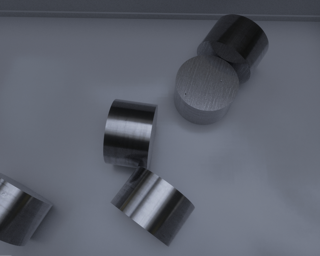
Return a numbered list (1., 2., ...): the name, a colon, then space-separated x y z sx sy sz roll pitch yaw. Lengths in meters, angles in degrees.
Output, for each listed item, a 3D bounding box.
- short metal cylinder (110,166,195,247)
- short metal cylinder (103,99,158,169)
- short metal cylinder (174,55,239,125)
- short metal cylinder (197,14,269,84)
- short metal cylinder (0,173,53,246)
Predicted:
1. short metal cylinder: -0.008 0.087 0.348 0.080 0.080 0.050 34 74 11
2. short metal cylinder: -0.034 0.007 0.377 0.050 0.080 0.080 8 70 3
3. short metal cylinder: 0.060 -0.050 0.415 0.081 0.050 0.080 0 70 0
4. short metal cylinder: 0.098 -0.105 0.420 0.080 0.080 0.050 33 73 11
5. short metal cylinder: -0.170 0.088 0.346 0.080 0.080 0.050 28 73 9
